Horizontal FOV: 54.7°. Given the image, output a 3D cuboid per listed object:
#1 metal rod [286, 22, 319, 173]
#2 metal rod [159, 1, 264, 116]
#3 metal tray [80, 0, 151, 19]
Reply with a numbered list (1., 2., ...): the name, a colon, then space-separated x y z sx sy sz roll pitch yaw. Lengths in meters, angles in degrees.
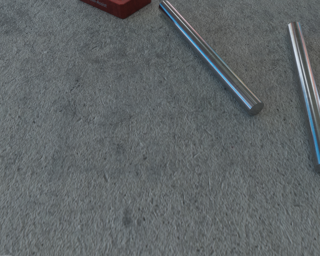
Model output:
1. metal rod: 0.218 -0.066 0.459 0.025 0.025 0.300 7 50 5
2. metal rod: 0.070 -0.130 0.512 0.025 0.025 0.300 -19 53 -15
3. metal tray: -0.094 -0.273 0.628 0.130 0.030 0.090 31 56 23
